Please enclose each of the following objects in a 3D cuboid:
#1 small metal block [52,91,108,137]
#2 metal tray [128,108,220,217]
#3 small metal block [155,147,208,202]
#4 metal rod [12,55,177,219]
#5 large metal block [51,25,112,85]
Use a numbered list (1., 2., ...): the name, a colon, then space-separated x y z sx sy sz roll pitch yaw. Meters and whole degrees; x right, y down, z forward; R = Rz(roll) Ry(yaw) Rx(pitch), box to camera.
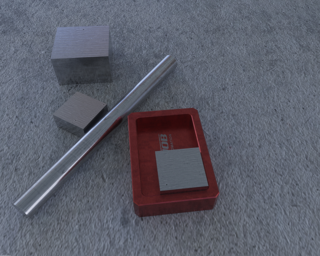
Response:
1. small metal block: -0.105 -0.017 0.416 0.050 0.025 0.050 24 54 18
2. metal tray: 0.011 0.035 0.370 0.091 0.030 0.130 -5 50 -5
3. small metal block: 0.022 0.051 0.344 0.050 0.025 0.050 -5 50 -5
4. metal rod: -0.065 -0.008 0.409 0.025 0.025 0.301 27 55 20
5. large metal block: -0.117 -0.114 0.481 0.081 0.050 0.080 -4 50 -4
